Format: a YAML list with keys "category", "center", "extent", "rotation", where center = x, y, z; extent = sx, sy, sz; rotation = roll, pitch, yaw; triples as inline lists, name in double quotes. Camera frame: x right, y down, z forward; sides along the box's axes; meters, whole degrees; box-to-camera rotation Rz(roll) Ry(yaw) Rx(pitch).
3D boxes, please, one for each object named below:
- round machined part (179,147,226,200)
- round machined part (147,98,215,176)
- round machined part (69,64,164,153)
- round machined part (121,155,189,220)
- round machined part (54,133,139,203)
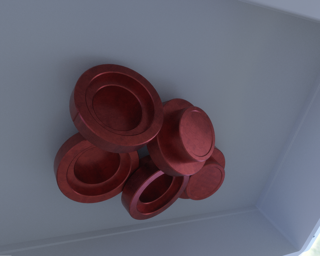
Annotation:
- category: "round machined part"
  center: [0.060, 0.071, 0.474]
  extent: [0.099, 0.042, 0.097]
  rotation: [-14, 125, -21]
- category: "round machined part"
  center: [0.032, 0.010, 0.385]
  extent: [0.099, 0.042, 0.098]
  rotation: [14, 70, -43]
- category: "round machined part"
  center: [-0.049, -0.017, 0.336]
  extent: [0.099, 0.098, 0.042]
  rotation: [2, 153, -30]
- category: "round machined part"
  center: [-0.011, 0.074, 0.422]
  extent: [0.099, 0.042, 0.097]
  rotation: [-26, 139, -25]
- category: "round machined part"
  center: [-0.079, 0.040, 0.378]
  extent: [0.099, 0.042, 0.097]
  rotation: [-14, 125, -21]
